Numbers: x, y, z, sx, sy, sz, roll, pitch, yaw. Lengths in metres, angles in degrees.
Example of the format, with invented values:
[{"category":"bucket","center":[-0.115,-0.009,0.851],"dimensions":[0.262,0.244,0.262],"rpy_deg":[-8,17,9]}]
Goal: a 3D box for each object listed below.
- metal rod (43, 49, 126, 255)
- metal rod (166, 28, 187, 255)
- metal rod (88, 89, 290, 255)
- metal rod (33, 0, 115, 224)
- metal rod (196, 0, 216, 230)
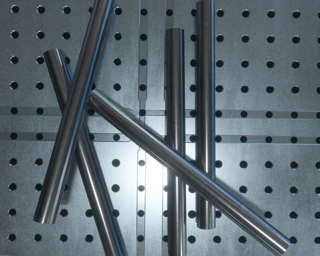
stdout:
[{"category":"metal rod","center":[-0.098,0.042,0.412],"dimensions":[0.025,0.025,0.298],"rpy_deg":[-17,90,0]},{"category":"metal rod","center":[0.022,0.020,0.413],"dimensions":[0.025,0.025,0.298],"rpy_deg":[-1,90,-1]},{"category":"metal rod","center":[0.026,0.048,0.386],"dimensions":[0.300,0.025,0.025],"rpy_deg":[38,90,10]},{"category":"metal rod","center":[-0.104,-0.033,0.389],"dimensions":[0.025,0.025,0.299],"rpy_deg":[13,81,-1]},{"category":"metal rod","center":[0.061,-0.017,0.414],"dimensions":[0.025,0.025,0.298],"rpy_deg":[0,90,-1]}]
